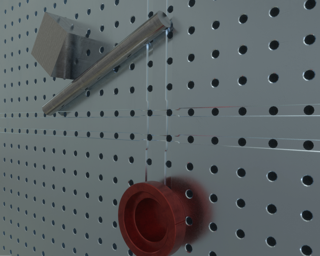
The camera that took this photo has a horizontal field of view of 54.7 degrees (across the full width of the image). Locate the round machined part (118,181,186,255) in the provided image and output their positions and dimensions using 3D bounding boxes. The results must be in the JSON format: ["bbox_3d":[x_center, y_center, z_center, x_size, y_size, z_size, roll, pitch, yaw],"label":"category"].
[{"bbox_3d":[-0.006,0.117,0.403,0.098,0.042,0.097,0,90,40],"label":"round machined part"}]

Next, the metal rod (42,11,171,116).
[{"bbox_3d":[-0.102,-0.089,0.493,0.299,0.025,0.025,-27,73,36],"label":"metal rod"}]

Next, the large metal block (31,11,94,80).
[{"bbox_3d":[-0.170,-0.140,0.534,0.080,0.050,0.080,44,117,31],"label":"large metal block"}]
